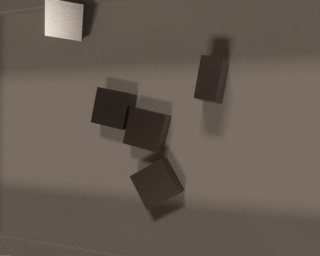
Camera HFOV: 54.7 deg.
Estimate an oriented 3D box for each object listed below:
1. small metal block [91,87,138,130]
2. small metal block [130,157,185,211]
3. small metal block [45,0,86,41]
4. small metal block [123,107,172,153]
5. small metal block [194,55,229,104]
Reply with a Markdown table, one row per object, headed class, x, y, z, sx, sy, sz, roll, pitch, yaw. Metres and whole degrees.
| class | x | y | z | sx | sy | sz | roll | pitch | yaw |
| --- | --- | --- | --- | --- | --- | --- | --- | --- | --- |
| small metal block | -0.064 | -0.027 | 0.432 | 0.050 | 0.025 | 0.050 | 13 | 94 | 19 |
| small metal block | -0.004 | 0.073 | 0.411 | 0.050 | 0.025 | 0.050 | -31 | 80 | 17 |
| small metal block | -0.133 | -0.154 | 0.437 | 0.050 | 0.025 | 0.050 | 7 | 117 | -8 |
| small metal block | -0.017 | 0.002 | 0.416 | 0.050 | 0.025 | 0.050 | 14 | 95 | 19 |
| small metal block | 0.063 | -0.057 | 0.375 | 0.025 | 0.050 | 0.050 | 11 | 94 | 19 |
